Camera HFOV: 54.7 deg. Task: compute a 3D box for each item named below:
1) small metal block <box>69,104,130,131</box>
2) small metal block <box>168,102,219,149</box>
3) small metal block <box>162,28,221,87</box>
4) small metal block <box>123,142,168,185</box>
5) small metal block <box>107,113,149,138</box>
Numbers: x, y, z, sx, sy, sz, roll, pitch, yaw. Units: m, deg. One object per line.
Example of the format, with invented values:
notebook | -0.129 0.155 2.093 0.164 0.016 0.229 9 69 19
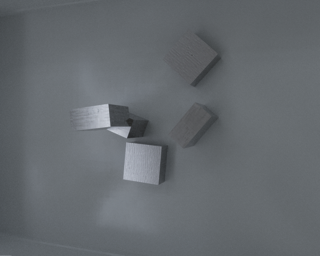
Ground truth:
small metal block | -0.070 -0.011 0.368 0.050 0.050 0.025 -6 88 19
small metal block | 0.042 -0.003 0.382 0.025 0.050 0.050 43 103 14
small metal block | 0.041 -0.089 0.396 0.050 0.025 0.050 45 104 14
small metal block | -0.019 0.046 0.416 0.050 0.025 0.050 6 92 19
small metal block | -0.050 -0.008 0.414 0.050 0.050 0.025 23 98 18
